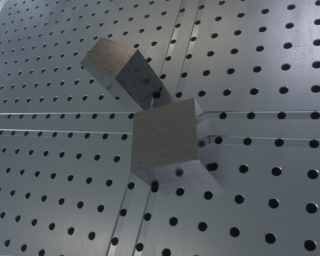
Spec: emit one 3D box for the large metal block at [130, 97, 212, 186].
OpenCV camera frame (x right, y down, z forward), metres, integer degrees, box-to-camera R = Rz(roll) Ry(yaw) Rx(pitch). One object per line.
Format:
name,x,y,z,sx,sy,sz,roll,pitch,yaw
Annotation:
large metal block,0.014,0.019,0.374,0.080,0.050,0.080,-13,56,21

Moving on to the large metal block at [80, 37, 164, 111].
large metal block,-0.054,-0.078,0.451,0.080,0.080,0.050,28,77,37
